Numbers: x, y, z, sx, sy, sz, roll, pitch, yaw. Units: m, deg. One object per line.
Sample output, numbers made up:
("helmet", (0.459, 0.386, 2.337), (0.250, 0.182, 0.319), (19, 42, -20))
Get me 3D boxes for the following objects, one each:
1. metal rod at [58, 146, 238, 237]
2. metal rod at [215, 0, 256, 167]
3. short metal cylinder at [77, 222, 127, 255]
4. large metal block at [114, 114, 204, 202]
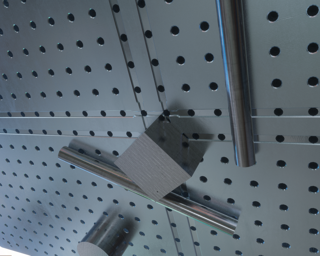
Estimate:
("metal rod", (-0.028, 0.093, 0.483), (0.301, 0.025, 0.025), (20, 126, 16))
("metal rod", (0.074, -0.090, 0.316), (0.025, 0.025, 0.298), (1, 119, 27))
("short metal cylinder", (-0.110, 0.229, 0.595), (0.080, 0.050, 0.079), (13, 124, 21))
("large metal block", (-0.002, 0.042, 0.422), (0.080, 0.050, 0.080), (44, 129, -3))
